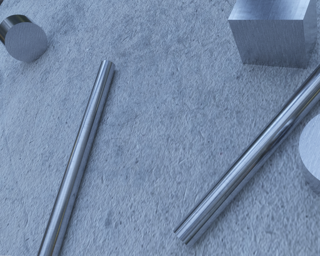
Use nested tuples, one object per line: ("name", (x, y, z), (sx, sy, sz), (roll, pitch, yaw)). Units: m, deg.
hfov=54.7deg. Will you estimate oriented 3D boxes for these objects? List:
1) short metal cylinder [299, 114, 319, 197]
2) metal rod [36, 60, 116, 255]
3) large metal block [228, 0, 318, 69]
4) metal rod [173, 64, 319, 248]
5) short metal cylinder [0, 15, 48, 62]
("short metal cylinder", (0.172, 0.027, 0.281), (0.080, 0.050, 0.080), (-13, 56, 21))
("metal rod", (-0.112, 0.027, 0.445), (0.025, 0.025, 0.300), (-3, 60, 26))
("large metal block", (0.137, -0.118, 0.369), (0.080, 0.080, 0.050), (13, 69, 33))
("metal rod", (0.124, 0.005, 0.335), (0.300, 0.025, 0.025), (-47, 51, -5))
("short metal cylinder", (-0.276, -0.181, 0.625), (0.080, 0.080, 0.050), (-45, 51, -3))
